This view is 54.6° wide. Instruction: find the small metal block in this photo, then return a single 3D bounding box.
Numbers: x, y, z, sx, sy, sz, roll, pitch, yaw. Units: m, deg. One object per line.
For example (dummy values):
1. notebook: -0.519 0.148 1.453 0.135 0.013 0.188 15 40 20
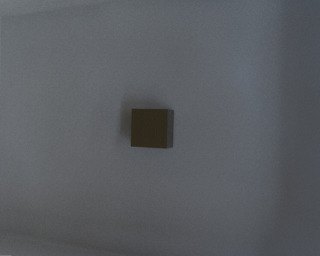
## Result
1. small metal block: -0.010 0.000 0.410 0.050 0.025 0.050 2 91 20
